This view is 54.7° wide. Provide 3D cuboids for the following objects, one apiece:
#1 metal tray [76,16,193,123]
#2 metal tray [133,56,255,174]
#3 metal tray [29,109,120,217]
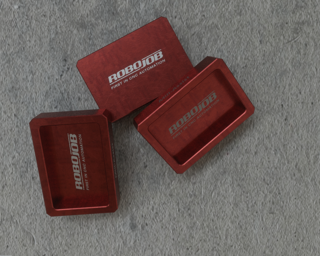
[{"bbox_3d":[-0.030,-0.074,0.407,0.130,0.030,0.090,-28,90,0],"label":"metal tray"},{"bbox_3d":[0.044,-0.016,0.390,0.130,0.030,0.090,-40,114,0],"label":"metal tray"},{"bbox_3d":[-0.103,0.044,0.388,0.091,0.030,0.129,-4,106,0],"label":"metal tray"}]
